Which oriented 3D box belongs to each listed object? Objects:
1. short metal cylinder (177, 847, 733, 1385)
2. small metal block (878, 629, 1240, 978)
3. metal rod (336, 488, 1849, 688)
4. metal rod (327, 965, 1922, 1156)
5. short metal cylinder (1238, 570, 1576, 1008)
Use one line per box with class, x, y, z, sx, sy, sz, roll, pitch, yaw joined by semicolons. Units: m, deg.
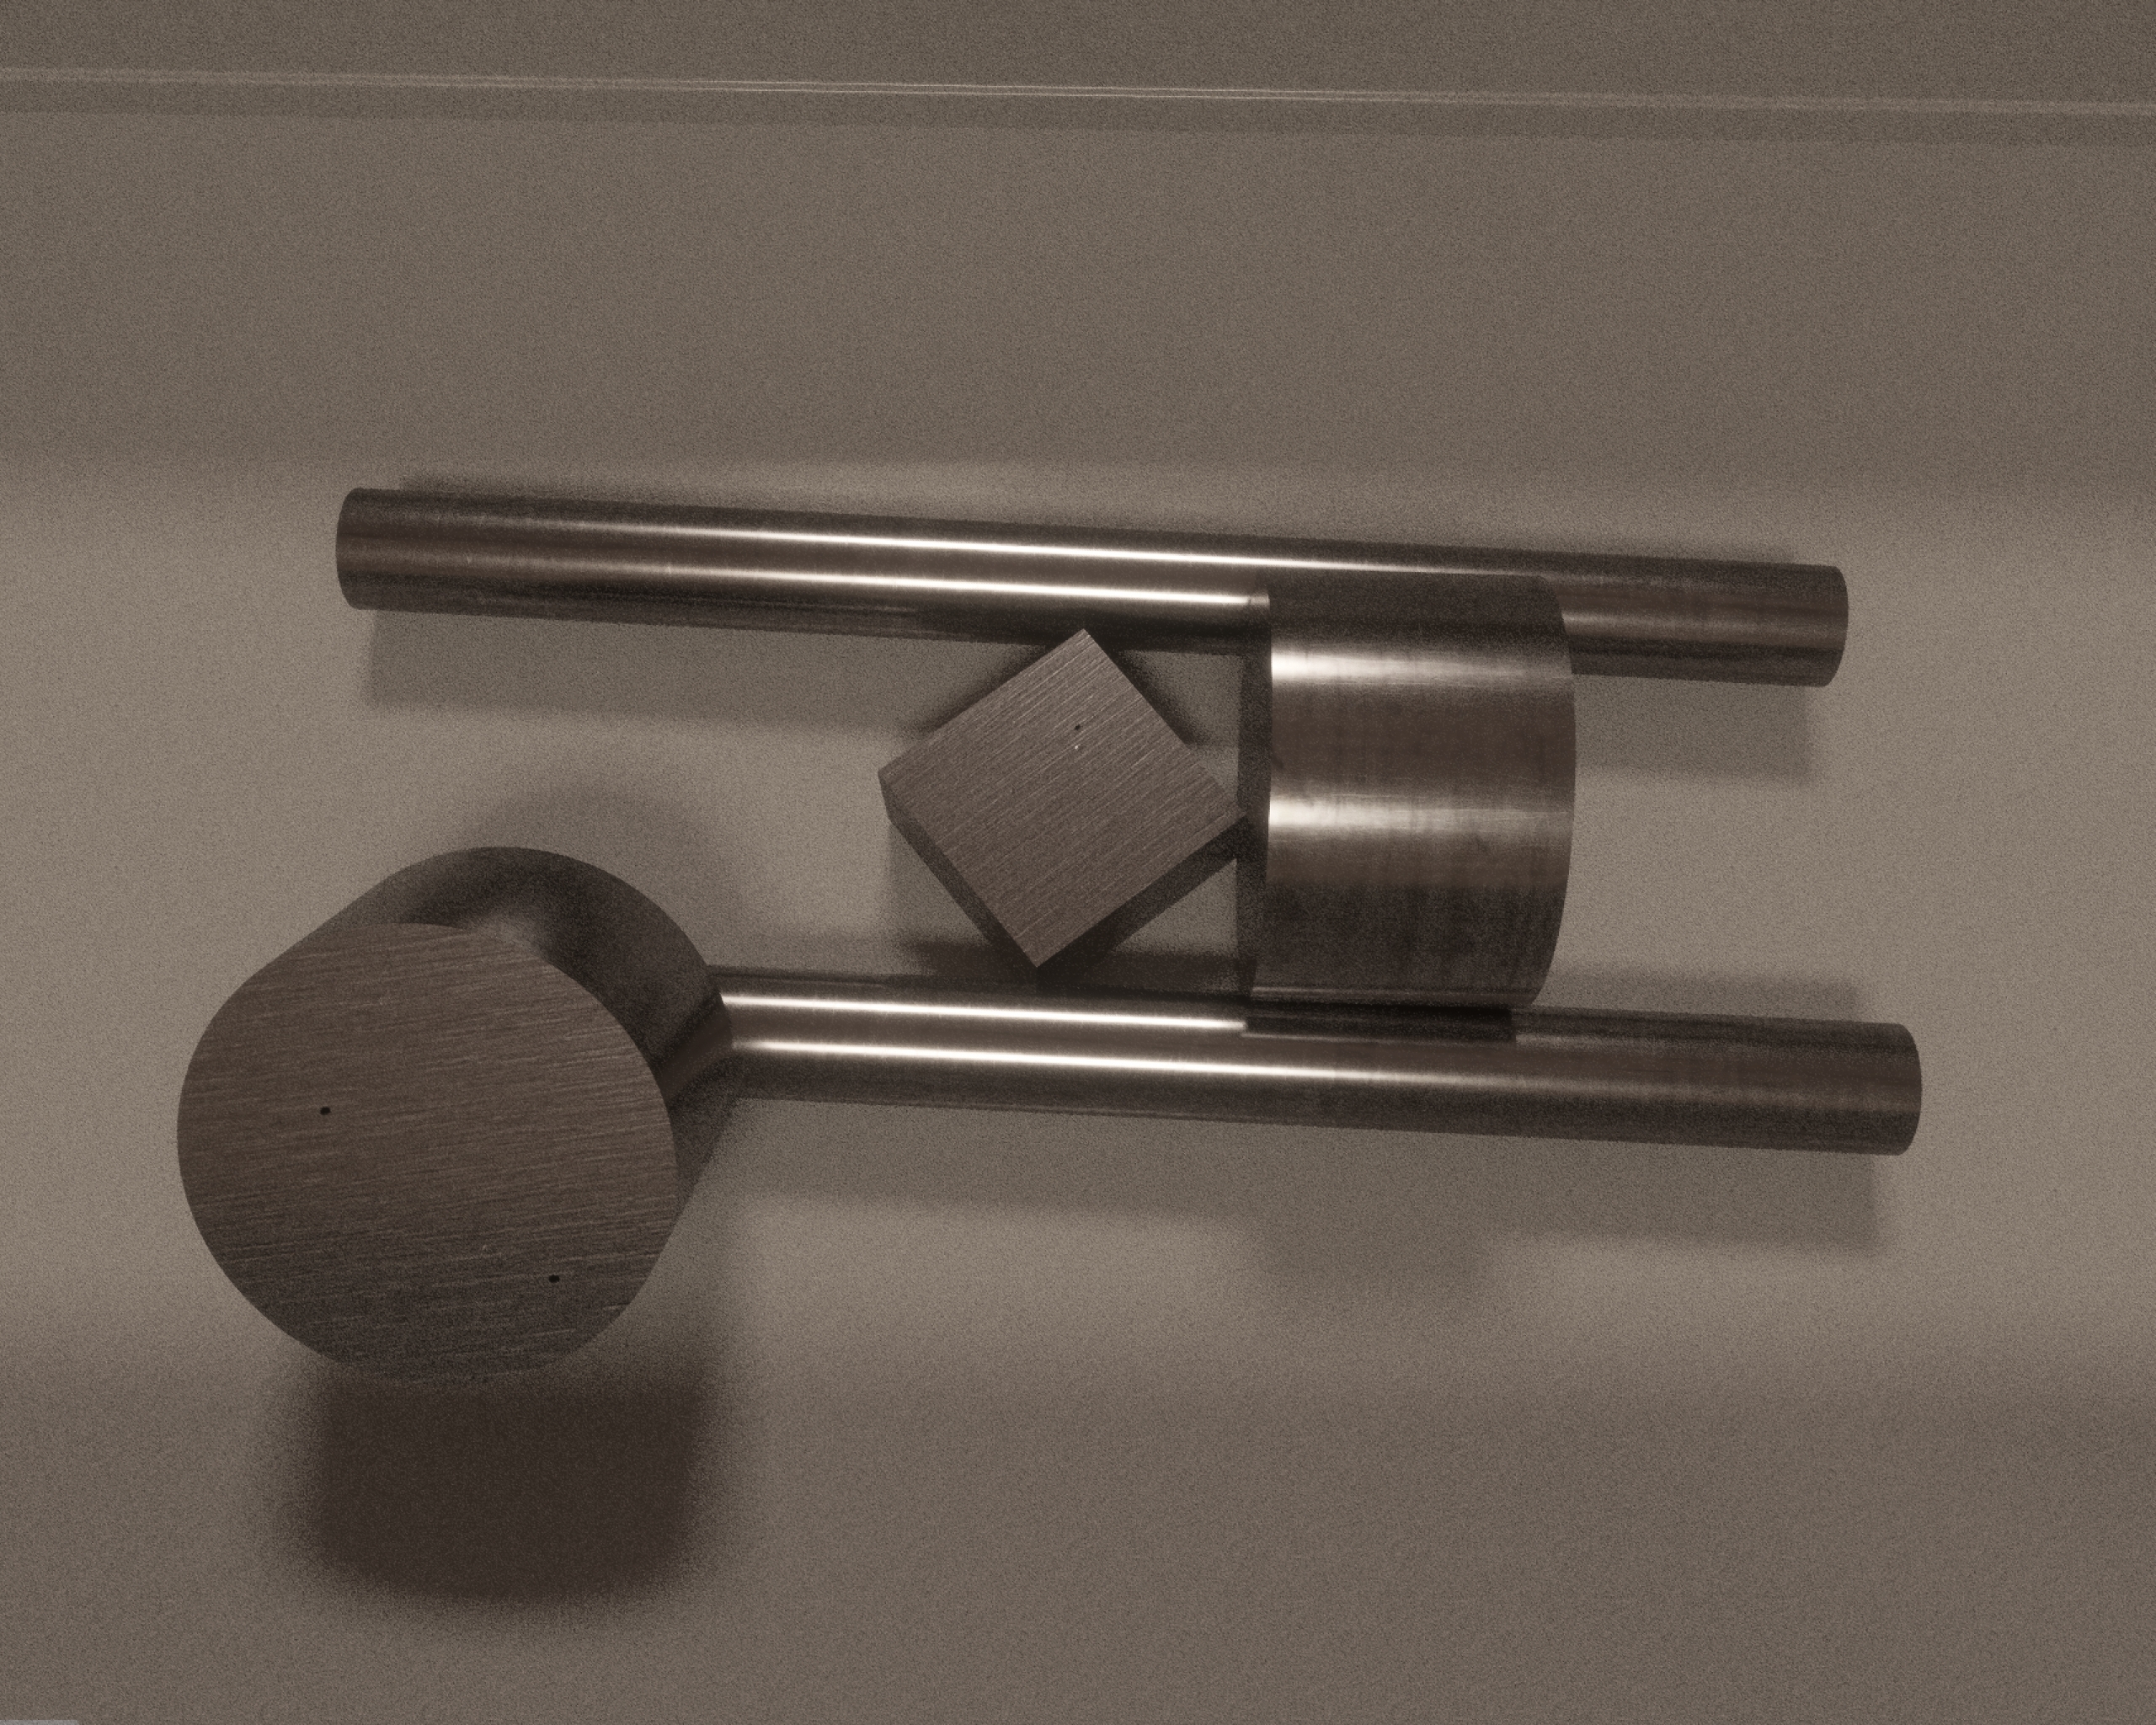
short metal cylinder;-0.104;0.042;0.360;0.081;0.050;0.079;0;104;1
small metal block;-0.003;-0.009;0.411;0.050;0.025;0.050;-36;74;-13
metal rod;0.003;-0.056;0.428;0.302;0.025;0.025;3;70;0
metal rod;0.004;0.035;0.395;0.302;0.025;0.025;3;70;0
short metal cylinder;0.057;-0.014;0.385;0.050;0.080;0.080;2;70;0
